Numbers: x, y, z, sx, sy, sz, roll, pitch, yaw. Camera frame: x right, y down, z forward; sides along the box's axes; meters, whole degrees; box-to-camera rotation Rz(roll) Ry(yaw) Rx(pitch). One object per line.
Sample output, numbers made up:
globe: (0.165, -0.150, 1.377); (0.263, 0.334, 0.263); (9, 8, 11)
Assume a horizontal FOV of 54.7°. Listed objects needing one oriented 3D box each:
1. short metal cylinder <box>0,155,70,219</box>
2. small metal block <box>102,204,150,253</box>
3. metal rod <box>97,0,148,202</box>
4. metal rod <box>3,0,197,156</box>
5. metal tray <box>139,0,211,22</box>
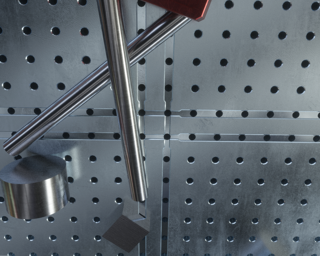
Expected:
short metal cylinder: (-0.163, 0.075, 0.410); (0.081, 0.080, 0.050); (0, 110, -1)
small metal block: (-0.051, 0.153, 0.469); (0.050, 0.025, 0.050); (37, 106, -13)
metal rod: (-0.043, -0.032, 0.379); (0.025, 0.025, 0.298); (-5, 118, 1)
metal rod: (-0.082, -0.057, 0.391); (0.300, 0.025, 0.025); (-35, 107, 11)
metal tray: (0.000, -0.178, 0.327); (0.131, 0.030, 0.089); (23, 108, 6)
